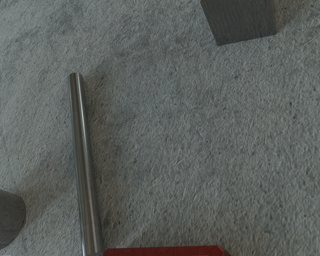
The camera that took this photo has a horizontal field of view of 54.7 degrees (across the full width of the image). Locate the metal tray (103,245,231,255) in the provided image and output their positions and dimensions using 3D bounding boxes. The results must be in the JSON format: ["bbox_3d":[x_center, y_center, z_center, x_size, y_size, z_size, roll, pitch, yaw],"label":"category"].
[{"bbox_3d":[0.003,0.164,0.297,0.130,0.030,0.090,-10,57,22],"label":"metal tray"}]

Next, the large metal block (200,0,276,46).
[{"bbox_3d":[0.106,-0.162,0.412,0.080,0.080,0.050,-5,60,25],"label":"large metal block"}]

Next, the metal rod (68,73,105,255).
[{"bbox_3d":[-0.110,0.030,0.440,0.025,0.025,0.299,-26,53,12],"label":"metal rod"}]

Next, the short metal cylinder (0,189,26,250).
[{"bbox_3d":[-0.238,0.125,0.433,0.080,0.050,0.080,-13,56,20],"label":"short metal cylinder"}]
